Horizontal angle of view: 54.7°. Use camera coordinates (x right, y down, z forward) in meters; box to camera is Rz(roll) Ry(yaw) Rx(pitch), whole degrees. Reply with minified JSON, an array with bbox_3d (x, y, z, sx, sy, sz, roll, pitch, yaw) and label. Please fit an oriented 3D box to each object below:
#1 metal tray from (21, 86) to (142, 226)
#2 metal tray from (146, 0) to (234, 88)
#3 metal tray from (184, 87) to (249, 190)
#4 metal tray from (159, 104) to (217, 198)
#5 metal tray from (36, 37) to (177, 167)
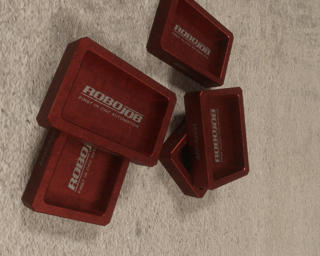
[{"bbox_3d":[-0.079,0.032,0.336,0.090,0.030,0.130,28,73,-37],"label":"metal tray"},{"bbox_3d":[0.049,-0.123,0.443,0.131,0.030,0.090,24,75,-38],"label":"metal tray"},{"bbox_3d":[0.081,0.011,0.432,0.091,0.030,0.129,-11,97,-40],"label":"metal tray"},{"bbox_3d":[0.062,0.025,0.455,0.130,0.030,0.090,-49,119,-29],"label":"metal tray"},{"bbox_3d":[-0.047,-0.021,0.323,0.131,0.030,0.090,28,72,-37],"label":"metal tray"}]
